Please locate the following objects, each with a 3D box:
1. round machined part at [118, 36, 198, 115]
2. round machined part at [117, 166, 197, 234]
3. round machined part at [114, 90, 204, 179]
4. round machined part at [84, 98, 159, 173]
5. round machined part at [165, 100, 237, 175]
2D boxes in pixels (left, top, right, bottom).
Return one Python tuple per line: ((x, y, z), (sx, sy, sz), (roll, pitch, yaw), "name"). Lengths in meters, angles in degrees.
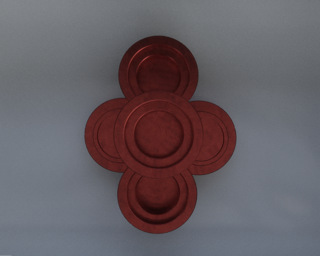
((-0.002, -0.065, 0.401), (0.099, 0.042, 0.097), (0, 90, -1), "round machined part")
((-0.003, 0.082, 0.401), (0.099, 0.042, 0.097), (0, 90, -1), "round machined part")
((-0.002, 0.007, 0.359), (0.099, 0.042, 0.097), (0, 90, -1), "round machined part")
((-0.049, 0.009, 0.400), (0.099, 0.042, 0.097), (0, 90, -1), "round machined part")
((0.051, 0.013, 0.401), (0.099, 0.042, 0.097), (0, 90, -1), "round machined part")
